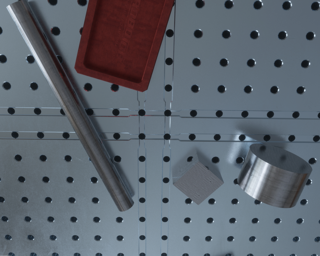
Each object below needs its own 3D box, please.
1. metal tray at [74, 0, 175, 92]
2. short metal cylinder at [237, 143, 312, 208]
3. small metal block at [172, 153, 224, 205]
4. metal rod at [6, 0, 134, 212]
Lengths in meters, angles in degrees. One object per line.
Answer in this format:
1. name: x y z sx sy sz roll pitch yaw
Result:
1. metal tray: -0.041 -0.117 0.366 0.091 0.030 0.129 16 109 -7
2. short metal cylinder: 0.150 0.061 0.409 0.081 0.080 0.050 13 110 -5
3. small metal block: 0.054 0.073 0.441 0.050 0.025 0.050 41 105 -14
4. metal rod: -0.108 -0.015 0.406 0.025 0.025 0.299 -22 109 7
